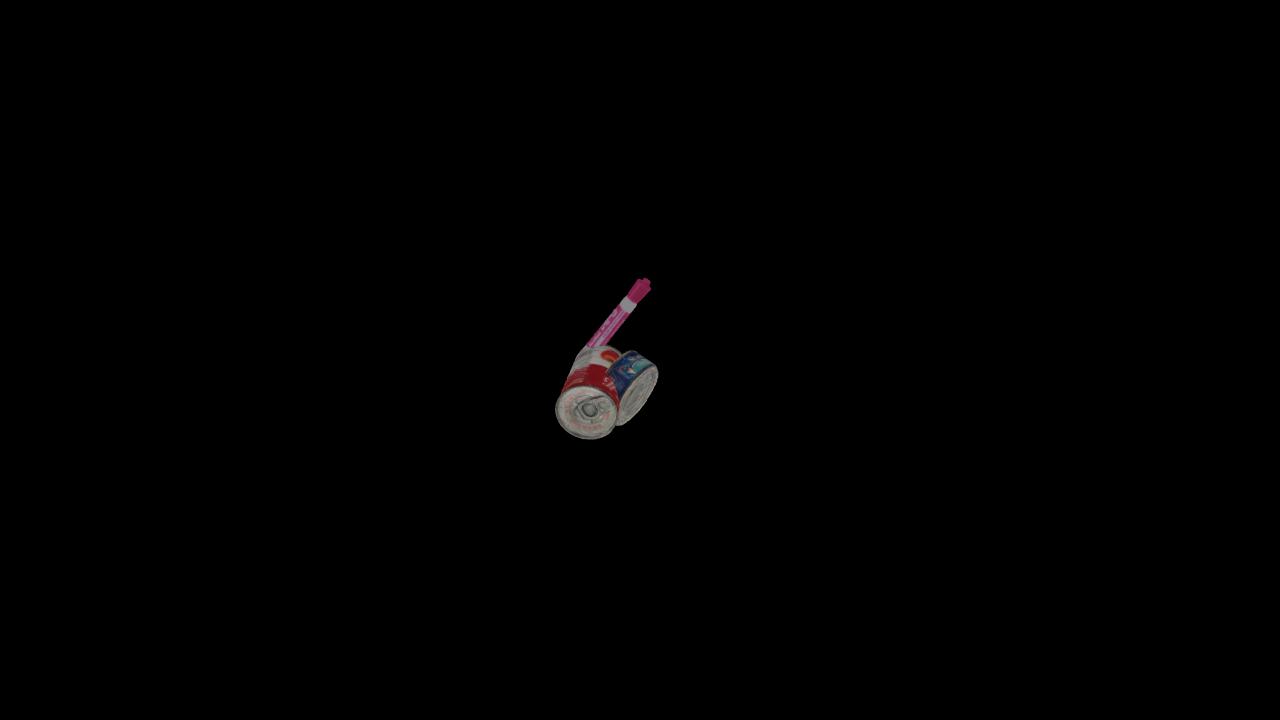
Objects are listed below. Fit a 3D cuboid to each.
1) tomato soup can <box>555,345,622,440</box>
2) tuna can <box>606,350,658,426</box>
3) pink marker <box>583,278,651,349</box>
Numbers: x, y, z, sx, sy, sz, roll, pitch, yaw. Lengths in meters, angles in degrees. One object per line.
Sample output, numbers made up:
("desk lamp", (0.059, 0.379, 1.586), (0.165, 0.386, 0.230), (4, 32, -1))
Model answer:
("tomato soup can", (-0.051, 0.033, 0.687), (0.068, 0.068, 0.101), (0, 28, 6))
("tuna can", (-0.016, 0.033, 0.695), (0.034, 0.084, 0.084), (34, 13, 20))
("pink marker", (-0.028, -0.046, 0.702), (0.020, 0.121, 0.020), (34, 22, -16))
